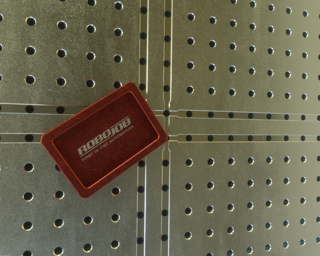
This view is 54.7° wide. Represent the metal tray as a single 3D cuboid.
[{"bbox_3d":[-0.066,0.013,0.386,0.131,0.030,0.090,-35,102,-17],"label":"metal tray"}]
